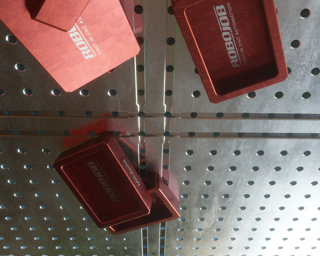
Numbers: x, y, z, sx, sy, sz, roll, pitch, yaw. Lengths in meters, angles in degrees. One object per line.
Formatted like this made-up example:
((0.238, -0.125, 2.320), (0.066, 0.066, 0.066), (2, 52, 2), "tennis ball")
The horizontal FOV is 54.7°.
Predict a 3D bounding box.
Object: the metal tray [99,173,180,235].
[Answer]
((-0.043, 0.131, 0.519), (0.130, 0.030, 0.090), (-20, 128, 15), "metal tray")

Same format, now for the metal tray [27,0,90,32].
((-0.062, -0.152, 0.236), (0.030, 0.090, 0.129), (11, 135, -46), "metal tray")

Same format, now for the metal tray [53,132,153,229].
((-0.080, 0.080, 0.451), (0.090, 0.030, 0.130), (-23, 111, 16), "metal tray")

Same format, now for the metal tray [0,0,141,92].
((-0.080, -0.098, 0.276), (0.090, 0.030, 0.130), (-31, 149, -2), "metal tray")

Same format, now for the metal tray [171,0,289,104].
((0.077, -0.095, 0.328), (0.090, 0.030, 0.130), (-19, 128, 15), "metal tray")
